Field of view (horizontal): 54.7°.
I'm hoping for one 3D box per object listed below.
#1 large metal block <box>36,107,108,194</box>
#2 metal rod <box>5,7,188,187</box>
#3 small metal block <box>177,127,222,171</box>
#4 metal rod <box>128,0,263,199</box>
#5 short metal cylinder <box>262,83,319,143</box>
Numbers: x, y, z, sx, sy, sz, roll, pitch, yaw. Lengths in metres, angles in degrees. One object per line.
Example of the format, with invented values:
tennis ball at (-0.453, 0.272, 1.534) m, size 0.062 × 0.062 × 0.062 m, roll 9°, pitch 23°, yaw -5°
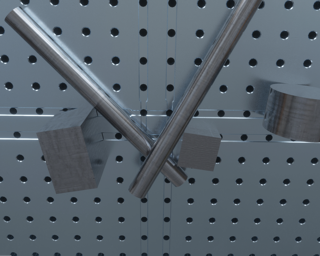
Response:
large metal block at (-0.106, 0.024, 0.392) m, size 0.050 × 0.080 × 0.079 m, roll -9°, pitch 110°, yaw 3°
metal rod at (-0.071, -0.029, 0.401) m, size 0.025 × 0.025 × 0.300 m, roll -41°, pitch 106°, yaw 13°
small metal block at (0.052, 0.028, 0.424) m, size 0.050 × 0.025 × 0.050 m, roll 9°, pitch 110°, yaw -4°
metal rod at (0.043, -0.041, 0.382) m, size 0.025 × 0.025 × 0.299 m, roll 28°, pitch 101°, yaw -10°
short metal cylinder at (0.171, -0.021, 0.378) m, size 0.081 × 0.080 × 0.050 m, roll 4°, pitch 110°, yaw -2°
